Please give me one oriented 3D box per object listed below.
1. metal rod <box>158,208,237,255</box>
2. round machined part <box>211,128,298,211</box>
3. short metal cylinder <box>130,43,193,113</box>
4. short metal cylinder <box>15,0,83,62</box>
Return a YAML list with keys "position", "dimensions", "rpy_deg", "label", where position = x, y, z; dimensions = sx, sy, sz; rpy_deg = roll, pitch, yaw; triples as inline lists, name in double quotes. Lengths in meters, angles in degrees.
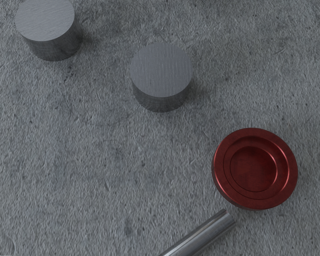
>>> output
- position: [-0.042, 0.185, 0.339]
  dimensions: [0.301, 0.025, 0.025]
  rpy_deg: [-32, 74, -12]
  label: "metal rod"
- position: [0.112, 0.052, 0.381]
  dimensions: [0.099, 0.042, 0.098]
  rpy_deg: [0, 70, -1]
  label: "round machined part"
- position: [0.002, -0.067, 0.419]
  dimensions: [0.081, 0.050, 0.080]
  rpy_deg: [0, 70, 0]
  label: "short metal cylinder"
- position: [-0.157, -0.144, 0.445]
  dimensions: [0.081, 0.050, 0.080]
  rpy_deg: [0, 70, 0]
  label: "short metal cylinder"
